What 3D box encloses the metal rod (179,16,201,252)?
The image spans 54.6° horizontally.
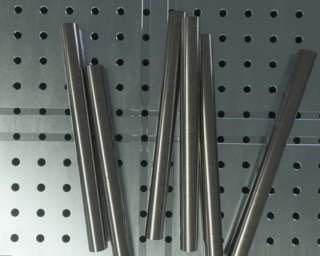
[{"bbox_3d":[0.038,0.011,0.403,0.025,0.025,0.298,0,94,0],"label":"metal rod"}]

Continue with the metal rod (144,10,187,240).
[{"bbox_3d":[0.008,-0.004,0.413,0.025,0.025,0.298,6,90,0],"label":"metal rod"}]

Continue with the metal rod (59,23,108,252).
[{"bbox_3d":[-0.102,0.012,0.412,0.025,0.025,0.298,-8,90,0],"label":"metal rod"}]

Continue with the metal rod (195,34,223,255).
[{"bbox_3d":[0.065,0.027,0.413,0.025,0.025,0.298,-3,90,0],"label":"metal rod"}]

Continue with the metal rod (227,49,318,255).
[{"bbox_3d":[0.148,0.041,0.414,0.025,0.025,0.299,19,90,0],"label":"metal rod"}]

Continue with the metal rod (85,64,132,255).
[{"bbox_3d":[-0.066,0.066,0.412,0.025,0.025,0.298,-9,90,0],"label":"metal rod"}]
